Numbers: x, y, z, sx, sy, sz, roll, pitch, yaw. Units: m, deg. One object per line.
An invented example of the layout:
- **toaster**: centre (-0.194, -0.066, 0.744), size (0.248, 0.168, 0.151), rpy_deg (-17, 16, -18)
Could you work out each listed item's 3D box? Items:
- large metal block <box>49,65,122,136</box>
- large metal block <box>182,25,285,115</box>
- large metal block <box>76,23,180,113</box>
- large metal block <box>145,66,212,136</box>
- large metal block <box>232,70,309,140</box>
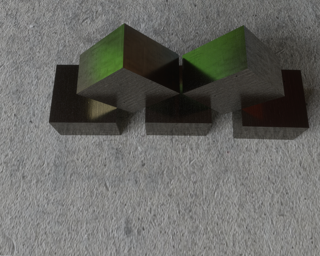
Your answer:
- **large metal block**: centre (-0.093, -0.035, 0.408), size (0.081, 0.050, 0.080), rpy_deg (0, 70, 0)
- **large metal block**: centre (0.082, -0.060, 0.352), size (0.080, 0.080, 0.050), rpy_deg (-18, 63, 41)
- **large metal block**: centre (-0.035, -0.061, 0.349), size (0.080, 0.080, 0.050), rpy_deg (18, 63, -42)
- **large metal block**: centre (0.023, -0.035, 0.409), size (0.081, 0.050, 0.080), rpy_deg (1, 70, 0)
- **large metal block**: centre (0.140, -0.030, 0.409), size (0.081, 0.050, 0.080), rpy_deg (1, 70, 0)
